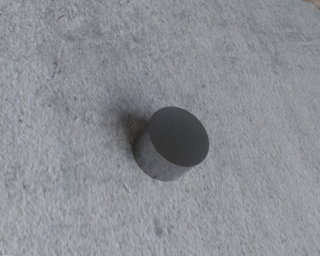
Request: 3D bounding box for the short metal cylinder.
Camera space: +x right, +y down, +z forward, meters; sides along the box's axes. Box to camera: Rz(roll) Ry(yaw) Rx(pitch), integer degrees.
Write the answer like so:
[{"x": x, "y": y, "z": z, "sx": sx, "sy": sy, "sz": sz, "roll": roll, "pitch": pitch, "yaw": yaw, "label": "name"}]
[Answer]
[{"x": 0.013, "y": 0.020, "z": 0.384, "sx": 0.081, "sy": 0.050, "sz": 0.080, "roll": 14, "pitch": 56, "yaw": -21, "label": "short metal cylinder"}]
